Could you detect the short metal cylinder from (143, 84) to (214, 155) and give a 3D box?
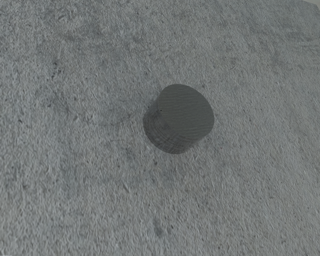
[{"bbox_3d":[0.024,-0.011,0.411,0.081,0.050,0.080,14,56,-21],"label":"short metal cylinder"}]
